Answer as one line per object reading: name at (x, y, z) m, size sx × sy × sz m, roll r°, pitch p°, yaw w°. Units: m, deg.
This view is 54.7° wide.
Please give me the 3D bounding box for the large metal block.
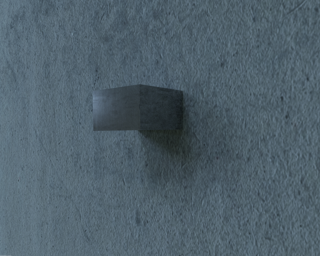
large metal block at (-0.027, -0.022, 0.391) m, size 0.080 × 0.081 × 0.050 m, roll -1°, pitch 89°, yaw 39°
